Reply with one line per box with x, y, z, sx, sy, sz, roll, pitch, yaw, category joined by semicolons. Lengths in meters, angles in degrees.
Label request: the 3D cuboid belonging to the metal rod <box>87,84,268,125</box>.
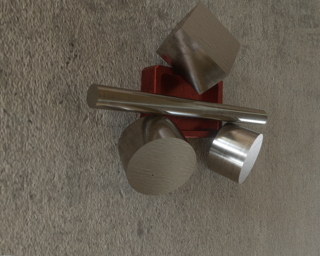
0.048;-0.025;0.407;0.302;0.025;0.025;4;88;-40;metal rod

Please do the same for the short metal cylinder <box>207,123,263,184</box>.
0.113;0.036;0.463;0.080;0.050;0.079;-41;144;-39;short metal cylinder

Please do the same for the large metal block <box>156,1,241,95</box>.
0.053;-0.105;0.406;0.080;0.050;0.080;42;47;-14;large metal block

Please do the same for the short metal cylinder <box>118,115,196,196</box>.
-0.005;0.032;0.362;0.081;0.050;0.079;-9;123;-15;short metal cylinder

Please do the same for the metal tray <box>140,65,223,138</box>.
0.034;-0.032;0.431;0.131;0.030;0.089;2;89;-40;metal tray
